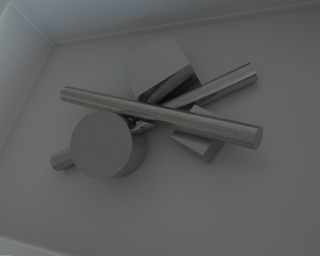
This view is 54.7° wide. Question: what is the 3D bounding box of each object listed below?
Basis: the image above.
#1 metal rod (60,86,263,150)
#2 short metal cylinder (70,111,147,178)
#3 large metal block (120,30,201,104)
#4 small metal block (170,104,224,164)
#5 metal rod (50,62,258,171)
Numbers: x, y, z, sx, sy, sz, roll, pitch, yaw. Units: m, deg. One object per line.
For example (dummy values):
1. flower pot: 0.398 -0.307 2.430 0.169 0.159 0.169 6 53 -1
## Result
1. metal rod: -0.022 -0.021 0.395 0.300 0.025 0.025 15 69 33
2. short metal cylinder: -0.063 0.022 0.388 0.080 0.050 0.080 -2 83 16
3. large metal block: 0.000 -0.076 0.432 0.080 0.050 0.080 -31 52 8
4. small metal block: 0.050 0.006 0.370 0.050 0.025 0.050 30 78 37
5. metal rod: -0.017 -0.010 0.417 0.301 0.025 0.025 -24 53 12
